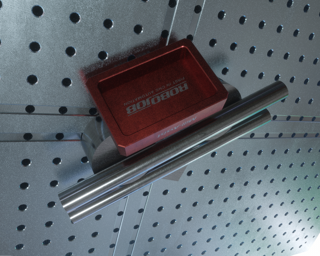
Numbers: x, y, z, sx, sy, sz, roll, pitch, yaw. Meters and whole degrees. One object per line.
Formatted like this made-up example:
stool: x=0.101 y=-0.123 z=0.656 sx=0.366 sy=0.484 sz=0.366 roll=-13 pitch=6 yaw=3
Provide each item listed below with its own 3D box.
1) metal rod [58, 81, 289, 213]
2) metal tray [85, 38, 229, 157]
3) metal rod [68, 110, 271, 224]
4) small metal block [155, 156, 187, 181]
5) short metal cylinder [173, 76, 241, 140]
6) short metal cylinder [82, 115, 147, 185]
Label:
metal rod: x=0.026 y=0.016 z=0.371 sx=0.302 sy=0.025 sz=0.025 roll=-27 pitch=128 yaw=-12
metal tray: x=-0.003 y=-0.037 z=0.344 sx=0.131 sy=0.090 sz=0.030 roll=-26 pitch=160 yaw=-13
metal rod: x=0.021 y=0.044 z=0.418 sx=0.302 sy=0.025 sz=0.025 roll=-26 pitch=128 yaw=-13
small metal block: x=0.013 y=0.047 z=0.448 sx=0.050 sy=0.025 sz=0.050 roll=16 pitch=110 yaw=-35
short metal cylinder: x=0.060 y=-0.030 z=0.412 sx=0.081 sy=0.050 sz=0.079 roll=-14 pitch=125 yaw=-21
short metal cylinder: x=-0.051 y=0.024 z=0.383 sx=0.081 sy=0.050 sz=0.079 roll=-14 pitch=125 yaw=-21
